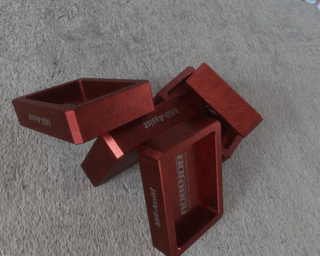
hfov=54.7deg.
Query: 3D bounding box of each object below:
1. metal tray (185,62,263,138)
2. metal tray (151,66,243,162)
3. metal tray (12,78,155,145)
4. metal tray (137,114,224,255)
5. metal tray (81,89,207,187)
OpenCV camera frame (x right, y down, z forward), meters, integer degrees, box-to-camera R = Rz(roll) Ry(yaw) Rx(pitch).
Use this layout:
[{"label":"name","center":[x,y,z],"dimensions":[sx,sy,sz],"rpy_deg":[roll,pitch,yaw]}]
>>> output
[{"label":"metal tray","center":[0.076,-0.034,0.397],"dimensions":[0.090,0.030,0.130],"rpy_deg":[44,6,1]},{"label":"metal tray","center":[0.062,-0.020,0.450],"dimensions":[0.130,0.030,0.090],"rpy_deg":[44,51,2]},{"label":"metal tray","center":[-0.081,-0.024,0.317],"dimensions":[0.091,0.130,0.030],"rpy_deg":[-27,116,-38]},{"label":"metal tray","center":[0.027,0.061,0.328],"dimensions":[0.091,0.030,0.129],"rpy_deg":[-28,122,-37]},{"label":"metal tray","center":[-0.017,0.010,0.349],"dimensions":[0.131,0.090,0.030],"rpy_deg":[-28,78,-38]}]
